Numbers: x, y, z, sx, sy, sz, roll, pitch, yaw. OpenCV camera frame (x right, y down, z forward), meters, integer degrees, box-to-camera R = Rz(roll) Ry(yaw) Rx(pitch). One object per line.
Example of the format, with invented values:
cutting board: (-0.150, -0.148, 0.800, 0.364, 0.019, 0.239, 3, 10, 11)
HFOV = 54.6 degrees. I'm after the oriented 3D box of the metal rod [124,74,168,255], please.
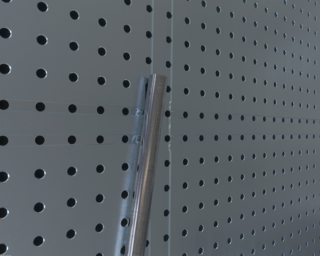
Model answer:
metal rod: (-0.021, 0.080, 0.390, 0.025, 0.025, 0.299, 13, 82, -39)
